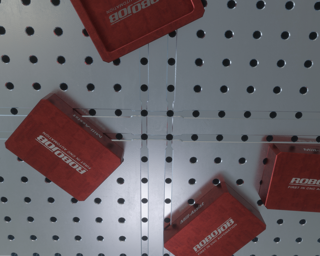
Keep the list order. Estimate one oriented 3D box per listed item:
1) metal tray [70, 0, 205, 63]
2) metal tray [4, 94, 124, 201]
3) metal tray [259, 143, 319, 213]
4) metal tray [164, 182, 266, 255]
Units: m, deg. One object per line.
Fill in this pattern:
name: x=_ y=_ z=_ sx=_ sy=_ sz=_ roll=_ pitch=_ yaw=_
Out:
metal tray: x=-0.026 y=-0.144 z=0.357 sx=0.130 sy=0.030 sz=0.090 roll=-24 pitch=109 yaw=8
metal tray: x=-0.126 y=0.028 z=0.420 sx=0.130 sy=0.030 sz=0.090 roll=41 pitch=105 yaw=-14
metal tray: x=0.216 y=0.073 z=0.439 sx=0.131 sy=0.030 sz=0.089 roll=4 pitch=110 yaw=-2
metal tray: x=0.080 y=0.154 z=0.468 sx=0.090 sy=0.030 sz=0.130 roll=42 pitch=105 yaw=-14
